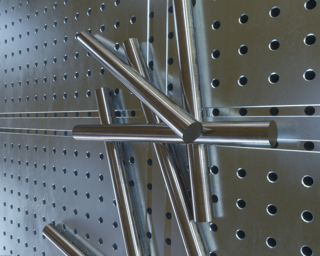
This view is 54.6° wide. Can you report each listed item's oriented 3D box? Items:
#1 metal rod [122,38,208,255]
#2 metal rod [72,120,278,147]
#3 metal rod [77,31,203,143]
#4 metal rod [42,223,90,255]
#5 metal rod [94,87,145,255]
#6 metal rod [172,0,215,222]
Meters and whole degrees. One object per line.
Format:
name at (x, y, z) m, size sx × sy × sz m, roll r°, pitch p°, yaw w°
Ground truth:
metal rod at (0.002, 0.017, 0.408) m, size 0.025 × 0.025 × 0.299 m, roll -28°, pitch 72°, yaw 36°
metal rod at (-0.010, 0.006, 0.384) m, size 0.300 × 0.025 × 0.025 m, roll 0°, pitch 90°, yaw 40°
metal rod at (-0.046, -0.072, 0.414) m, size 0.300 × 0.025 × 0.025 m, roll 44°, pitch 117°, yaw 43°
metal rod at (-0.099, 0.231, 0.492) m, size 0.300 × 0.025 × 0.025 m, roll 20°, pitch 103°, yaw 38°
metal rod at (-0.057, 0.084, 0.457) m, size 0.025 × 0.025 × 0.299 m, roll -21°, pitch 76°, yaw 38°
metal rod at (0.039, -0.040, 0.378) m, size 0.025 × 0.025 × 0.299 m, roll -9°, pitch 84°, yaw 40°
